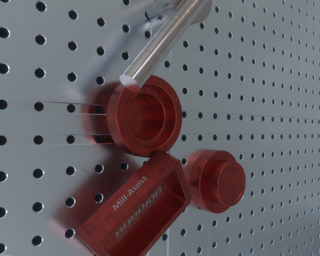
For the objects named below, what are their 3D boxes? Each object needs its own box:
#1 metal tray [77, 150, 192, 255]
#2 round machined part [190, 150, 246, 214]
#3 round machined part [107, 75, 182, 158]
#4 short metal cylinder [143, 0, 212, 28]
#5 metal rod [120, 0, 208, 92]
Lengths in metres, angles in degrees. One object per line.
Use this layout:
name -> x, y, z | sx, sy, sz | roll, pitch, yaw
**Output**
metal tray -> -0.021, 0.099, 0.359 | 0.131, 0.030, 0.090 | -43, 138, -24
round machined part -> 0.096, 0.083, 0.479 | 0.099, 0.042, 0.097 | 0, 90, -40
round machined part -> -0.022, -0.014, 0.379 | 0.099, 0.042, 0.097 | 0, 90, -40
short metal cylinder -> 0.024, -0.174, 0.413 | 0.081, 0.050, 0.079 | 0, 90, -40
metal rod -> 0.045, -0.159, 0.381 | 0.025, 0.025, 0.301 | 49, 61, -29
